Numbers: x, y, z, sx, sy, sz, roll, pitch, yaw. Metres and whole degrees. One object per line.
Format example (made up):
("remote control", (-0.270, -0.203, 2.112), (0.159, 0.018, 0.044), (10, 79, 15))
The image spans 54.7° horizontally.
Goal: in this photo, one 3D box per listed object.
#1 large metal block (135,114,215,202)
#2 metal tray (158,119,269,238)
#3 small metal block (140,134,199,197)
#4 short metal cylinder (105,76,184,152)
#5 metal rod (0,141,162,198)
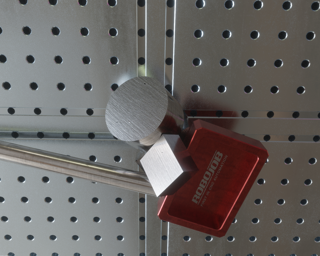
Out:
("large metal block", (0.025, 0.042, 0.414), (0.080, 0.050, 0.080), (-34, 107, 11))
("metal tray", (0.061, 0.064, 0.379), (0.091, 0.030, 0.129), (19, 109, -7))
("small metal block", (0.009, 0.042, 0.352), (0.025, 0.050, 0.050), (4, 137, -43))
("short metal cylinder", (-0.018, -0.015, 0.372), (0.080, 0.080, 0.050), (-33, 150, 11))
("metal rod", (-0.142, 0.043, 0.396), (0.302, 0.025, 0.025), (12, 110, 7))
